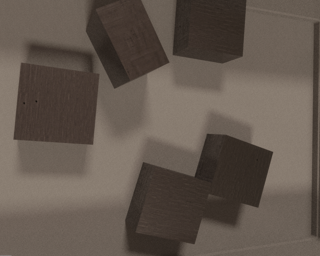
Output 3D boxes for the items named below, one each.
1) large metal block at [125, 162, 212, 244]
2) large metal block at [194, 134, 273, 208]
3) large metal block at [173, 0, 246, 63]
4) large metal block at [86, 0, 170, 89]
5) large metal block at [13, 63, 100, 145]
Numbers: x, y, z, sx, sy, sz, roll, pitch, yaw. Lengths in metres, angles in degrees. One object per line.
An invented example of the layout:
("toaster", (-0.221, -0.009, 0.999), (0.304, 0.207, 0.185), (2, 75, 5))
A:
("large metal block", (0.010, 0.096, 0.402), (0.081, 0.050, 0.080), (19, 84, -20))
("large metal block", (0.101, 0.059, 0.436), (0.081, 0.050, 0.080), (19, 84, -20))
("large metal block", (0.067, -0.138, 0.423), (0.081, 0.050, 0.080), (5, 89, -20))
("large metal block", (-0.041, -0.097, 0.367), (0.050, 0.080, 0.080), (-29, 100, -18))
("large metal block", (-0.117, -0.025, 0.354), (0.081, 0.050, 0.080), (5, 88, -20))
